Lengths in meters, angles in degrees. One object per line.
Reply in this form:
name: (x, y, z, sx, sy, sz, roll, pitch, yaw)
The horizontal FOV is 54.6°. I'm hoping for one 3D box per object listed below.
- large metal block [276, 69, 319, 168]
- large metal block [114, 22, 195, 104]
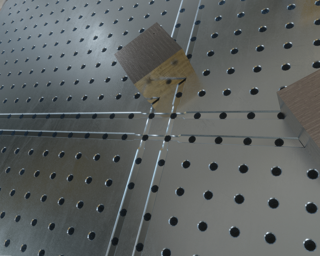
large metal block: (0.177, -0.015, 0.309, 0.080, 0.050, 0.080, -29, 52, 10)
large metal block: (-0.009, -0.096, 0.457, 0.080, 0.050, 0.080, -36, 51, 4)
